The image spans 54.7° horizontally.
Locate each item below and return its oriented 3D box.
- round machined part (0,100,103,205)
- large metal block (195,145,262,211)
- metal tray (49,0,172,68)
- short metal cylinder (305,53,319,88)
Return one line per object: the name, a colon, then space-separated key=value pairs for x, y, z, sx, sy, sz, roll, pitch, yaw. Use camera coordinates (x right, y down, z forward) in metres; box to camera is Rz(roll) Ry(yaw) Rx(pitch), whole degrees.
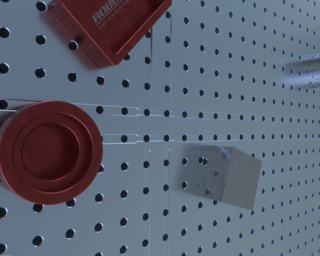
round machined part: x=-0.110 y=0.023 z=0.306 sx=0.099 sy=0.042 sz=0.097 roll=0 pitch=90 yaw=-40
large metal block: x=0.109 y=0.078 z=0.484 sx=0.080 sy=0.050 sz=0.080 roll=24 pitch=75 yaw=-37
metal tray: x=-0.051 y=-0.145 z=0.362 sx=0.090 sy=0.030 sz=0.130 roll=50 pitch=61 yaw=-28
short metal cylinder: x=0.373 y=-0.132 z=0.705 sx=0.081 sy=0.050 sz=0.080 roll=0 pitch=90 yaw=-40
